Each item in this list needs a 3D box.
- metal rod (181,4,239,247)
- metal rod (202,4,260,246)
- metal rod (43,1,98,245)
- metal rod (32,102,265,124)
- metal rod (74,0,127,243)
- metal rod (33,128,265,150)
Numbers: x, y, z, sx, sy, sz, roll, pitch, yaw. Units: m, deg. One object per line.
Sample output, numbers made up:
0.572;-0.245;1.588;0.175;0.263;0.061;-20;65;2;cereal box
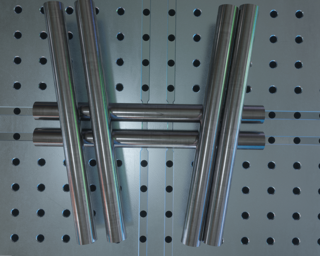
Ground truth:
0.062;-0.003;0.389;0.025;0.025;0.298;9;90;0;metal rod
0.089;-0.004;0.390;0.025;0.025;0.298;9;90;0;metal rod
-0.112;-0.006;0.388;0.025;0.025;0.298;-8;90;0;metal rod
-0.014;-0.020;0.414;0.302;0.025;0.025;1;90;0;metal rod
-0.074;-0.009;0.389;0.025;0.025;0.298;-8;90;0;metal rod
-0.014;0.015;0.414;0.302;0.025;0.025;1;90;0;metal rod
